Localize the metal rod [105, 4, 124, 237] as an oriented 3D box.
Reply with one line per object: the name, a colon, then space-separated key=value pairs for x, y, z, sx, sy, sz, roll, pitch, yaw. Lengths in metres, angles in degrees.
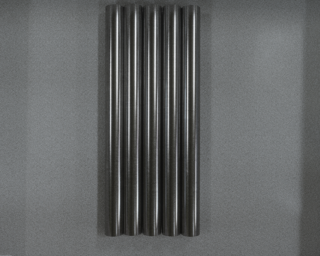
metal rod: x=-0.060 y=-0.010 z=0.410 sx=0.025 sy=0.025 sz=0.298 roll=0 pitch=90 yaw=0

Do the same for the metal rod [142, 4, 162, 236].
metal rod: x=-0.010 y=-0.010 z=0.410 sx=0.025 sy=0.025 sz=0.298 roll=0 pitch=90 yaw=0

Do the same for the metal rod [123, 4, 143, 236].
metal rod: x=-0.036 y=-0.011 z=0.410 sx=0.025 sy=0.025 sz=0.298 roll=0 pitch=90 yaw=0

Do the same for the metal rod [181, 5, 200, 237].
metal rod: x=0.040 y=-0.009 z=0.410 sx=0.025 sy=0.025 sz=0.298 roll=0 pitch=90 yaw=0

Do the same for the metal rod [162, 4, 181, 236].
metal rod: x=0.015 y=-0.010 z=0.410 sx=0.025 sy=0.025 sz=0.298 roll=0 pitch=90 yaw=0
